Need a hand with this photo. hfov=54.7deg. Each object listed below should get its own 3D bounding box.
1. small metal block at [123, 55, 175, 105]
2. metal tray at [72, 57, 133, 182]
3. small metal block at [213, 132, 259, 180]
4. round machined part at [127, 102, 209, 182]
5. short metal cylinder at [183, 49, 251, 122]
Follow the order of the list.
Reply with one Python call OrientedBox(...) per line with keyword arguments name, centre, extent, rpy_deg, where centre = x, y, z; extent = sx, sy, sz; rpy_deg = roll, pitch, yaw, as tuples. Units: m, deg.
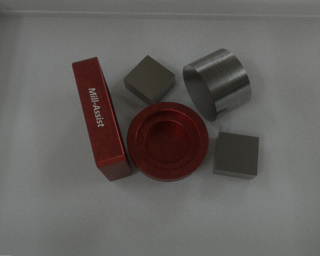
OrientedBox(name="small metal block", centre=(-0.014, -0.065, 0.431), extent=(0.050, 0.025, 0.050), rpy_deg=(38, 75, 14))
OrientedBox(name="metal tray", centre=(-0.068, -0.008, 0.375), extent=(0.030, 0.090, 0.130), rpy_deg=(-16, 71, -6))
OrientedBox(name="small metal block", centre=(0.097, 0.036, 0.396), extent=(0.050, 0.025, 0.050), rpy_deg=(8, 70, 4))
OrientedBox(name="round machined part", centre=(0.009, 0.020, 0.390), extent=(0.099, 0.042, 0.098), rpy_deg=(0, 70, -1))
OrientedBox(name="short metal cylinder", centre=(0.072, -0.055, 0.400), extent=(0.050, 0.080, 0.080), rpy_deg=(-28, 73, -10))
